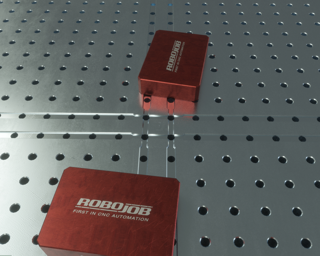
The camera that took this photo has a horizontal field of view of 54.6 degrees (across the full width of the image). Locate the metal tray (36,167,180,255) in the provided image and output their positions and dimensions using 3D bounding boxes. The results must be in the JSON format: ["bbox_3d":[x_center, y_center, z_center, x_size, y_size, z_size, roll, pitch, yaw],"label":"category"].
[{"bbox_3d":[-0.048,0.092,0.327,0.131,0.030,0.090,6,50,5],"label":"metal tray"}]

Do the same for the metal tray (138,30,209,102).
[{"bbox_3d":[0.025,-0.103,0.491,0.090,0.030,0.130,9,51,8],"label":"metal tray"}]
